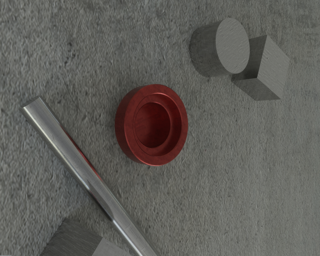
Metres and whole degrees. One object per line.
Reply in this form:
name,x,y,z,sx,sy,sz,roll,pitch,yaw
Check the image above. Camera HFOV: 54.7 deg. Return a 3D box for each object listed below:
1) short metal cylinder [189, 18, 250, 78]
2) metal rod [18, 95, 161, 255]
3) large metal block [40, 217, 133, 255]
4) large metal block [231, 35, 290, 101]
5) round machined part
short metal cylinder,0.090,-0.119,0.467,0.081,0.050,0.079,0,90,-40
metal rod,-0.056,0.093,0.359,0.025,0.025,0.299,-46,118,-31
large metal block,-0.081,0.144,0.303,0.050,0.080,0.080,47,62,-31
large metal block,0.176,-0.101,0.539,0.080,0.050,0.080,28,73,-37
round machined part,-0.014,-0.004,0.383,0.099,0.042,0.097,0,90,-40
